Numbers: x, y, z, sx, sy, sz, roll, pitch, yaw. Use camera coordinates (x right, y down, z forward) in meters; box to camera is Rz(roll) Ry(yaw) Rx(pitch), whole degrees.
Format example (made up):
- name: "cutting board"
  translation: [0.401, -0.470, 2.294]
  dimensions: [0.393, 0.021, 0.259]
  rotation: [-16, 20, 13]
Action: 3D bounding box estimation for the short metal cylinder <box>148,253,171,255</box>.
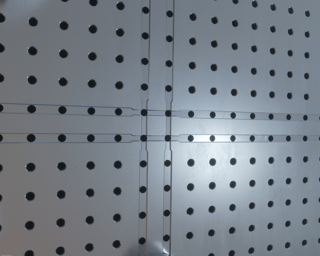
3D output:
- name: "short metal cylinder"
  translation: [0.003, 0.212, 0.401]
  dimensions: [0.081, 0.050, 0.079]
  rotation: [0, 90, -20]
